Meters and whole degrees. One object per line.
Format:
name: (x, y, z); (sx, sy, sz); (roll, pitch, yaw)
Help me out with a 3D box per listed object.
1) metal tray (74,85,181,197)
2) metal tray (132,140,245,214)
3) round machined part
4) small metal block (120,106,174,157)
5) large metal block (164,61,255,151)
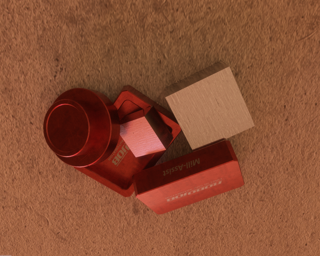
metal tray: (-0.044, 0.020, 0.414); (0.090, 0.030, 0.129); (33, 107, -12)
metal tray: (0.040, 0.069, 0.410); (0.130, 0.030, 0.090); (-21, 145, 8)
round machined part: (-0.102, 0.000, 0.378); (0.098, 0.042, 0.097); (1, 91, 24)
small metal block: (-0.020, 0.006, 0.388); (0.050, 0.025, 0.050); (-17, 114, 36)
large metal block: (0.060, -0.028, 0.388); (0.080, 0.050, 0.080); (-25, 108, 9)
